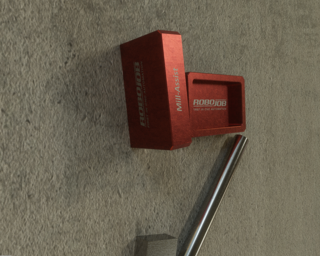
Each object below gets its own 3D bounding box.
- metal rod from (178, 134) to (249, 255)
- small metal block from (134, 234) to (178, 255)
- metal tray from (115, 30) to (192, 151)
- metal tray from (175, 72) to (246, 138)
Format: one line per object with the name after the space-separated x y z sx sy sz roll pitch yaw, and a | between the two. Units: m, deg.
0.067 0.136 0.463 0.025 0.025 0.300 46 62 -31 | metal rod
-0.006 0.167 0.402 0.050 0.025 0.050 12 83 -40 | small metal block
-0.010 -0.041 0.370 0.030 0.090 0.129 -10 96 -40 | metal tray
0.079 -0.035 0.469 0.131 0.030 0.089 -4 93 -40 | metal tray
